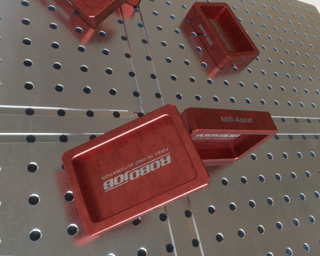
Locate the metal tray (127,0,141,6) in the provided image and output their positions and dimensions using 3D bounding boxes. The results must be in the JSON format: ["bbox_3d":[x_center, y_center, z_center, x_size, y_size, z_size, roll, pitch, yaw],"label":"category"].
[{"bbox_3d":[-0.066,-0.280,0.541,0.091,0.030,0.130,18,54,-18],"label":"metal tray"}]

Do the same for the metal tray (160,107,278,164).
[{"bbox_3d":[0.072,0.013,0.398,0.131,0.089,0.030,1,59,-28],"label":"metal tray"}]

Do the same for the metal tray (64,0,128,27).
[{"bbox_3d":[-0.113,-0.226,0.458,0.130,0.030,0.090,44,77,2],"label":"metal tray"}]

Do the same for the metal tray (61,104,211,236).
[{"bbox_3d":[-0.025,0.043,0.319,0.130,0.030,0.090,-25,72,2],"label":"metal tray"}]

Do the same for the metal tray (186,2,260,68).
[{"bbox_3d":[0.117,-0.176,0.577,0.091,0.030,0.130,-15,70,-34],"label":"metal tray"}]
